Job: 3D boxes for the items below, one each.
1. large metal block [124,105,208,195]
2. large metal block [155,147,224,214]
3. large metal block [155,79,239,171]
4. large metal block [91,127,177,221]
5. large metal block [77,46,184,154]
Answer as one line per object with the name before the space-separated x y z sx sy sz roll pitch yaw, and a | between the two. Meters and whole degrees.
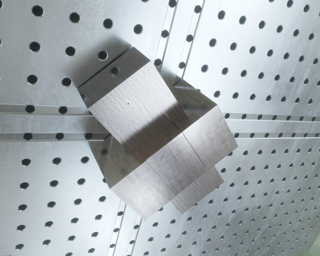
large metal block | 0.006 0.026 0.397 0.050 0.080 0.080 -38 130 -3
large metal block | 0.037 0.068 0.460 0.080 0.050 0.080 -37 130 -3
large metal block | 0.046 -0.005 0.400 0.050 0.080 0.080 -38 130 -3
large metal block | -0.034 0.057 0.394 0.050 0.080 0.080 -38 130 -3
large metal block | -0.032 -0.031 0.356 0.080 0.050 0.080 -38 130 -2
